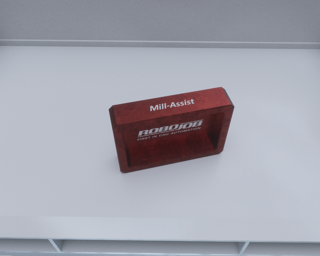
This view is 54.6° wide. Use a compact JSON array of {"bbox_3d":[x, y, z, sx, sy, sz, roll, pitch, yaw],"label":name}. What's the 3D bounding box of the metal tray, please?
[{"bbox_3d":[0.013,0.004,0.359,0.131,0.090,0.030,-11,51,-9],"label":"metal tray"}]
